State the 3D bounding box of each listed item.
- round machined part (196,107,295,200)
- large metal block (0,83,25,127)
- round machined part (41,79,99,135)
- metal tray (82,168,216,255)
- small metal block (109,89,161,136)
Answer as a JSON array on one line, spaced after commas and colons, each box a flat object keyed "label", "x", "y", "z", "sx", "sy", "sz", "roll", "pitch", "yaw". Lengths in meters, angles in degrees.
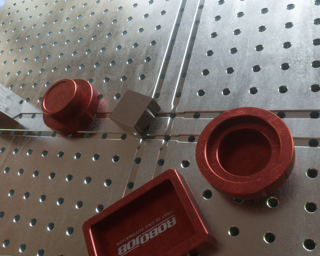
[{"label": "round machined part", "x": 0.092, "y": 0.029, "z": 0.331, "sx": 0.098, "sy": 0.042, "sz": 0.098, "roll": -13, "pitch": 56, "yaw": 21}, {"label": "large metal block", "x": -0.314, "y": -0.042, "z": 0.564, "sx": 0.080, "sy": 0.080, "sz": 0.050, "roll": -13, "pitch": 56, "yaw": 21}, {"label": "round machined part", "x": -0.152, "y": -0.041, "z": 0.502, "sx": 0.098, "sy": 0.042, "sz": 0.098, "roll": -13, "pitch": 56, "yaw": 21}, {"label": "metal tray", "x": -0.017, "y": 0.116, "z": 0.342, "sx": 0.130, "sy": 0.030, "sz": 0.090, "roll": -33, "pitch": 51, "yaw": 6}, {"label": "small metal block", "x": -0.036, "y": -0.022, "z": 0.441, "sx": 0.050, "sy": 0.025, "sz": 0.050, "roll": 23, "pitch": 74, "yaw": 36}]
